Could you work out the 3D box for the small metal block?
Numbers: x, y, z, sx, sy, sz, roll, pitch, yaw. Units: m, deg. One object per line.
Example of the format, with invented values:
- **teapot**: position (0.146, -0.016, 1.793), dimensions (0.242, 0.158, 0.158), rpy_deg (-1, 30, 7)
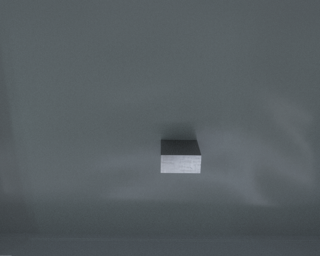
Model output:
- **small metal block**: position (0.026, 0.037, 0.412), dimensions (0.050, 0.050, 0.025), rpy_deg (1, 110, 0)
